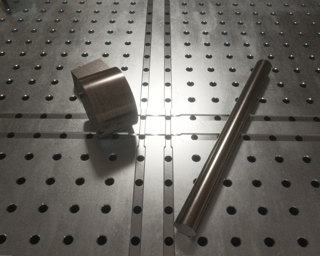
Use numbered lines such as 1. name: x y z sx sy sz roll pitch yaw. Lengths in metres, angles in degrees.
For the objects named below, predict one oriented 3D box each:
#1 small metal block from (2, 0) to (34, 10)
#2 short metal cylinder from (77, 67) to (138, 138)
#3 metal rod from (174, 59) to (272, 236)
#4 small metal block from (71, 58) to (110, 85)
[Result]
1. small metal block: -0.294 -0.271 0.632 0.050 0.025 0.050 -30 57 -23
2. short metal cylinder: -0.068 -0.033 0.399 0.050 0.080 0.080 -23 54 -18
3. metal rod: 0.095 0.003 0.406 0.025 0.025 0.301 22 53 17
4. small metal block: -0.098 -0.074 0.469 0.050 0.025 0.050 -31 57 -24
